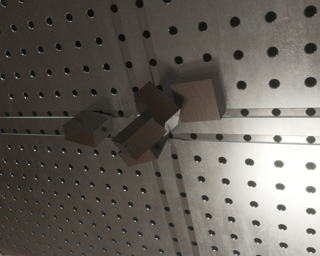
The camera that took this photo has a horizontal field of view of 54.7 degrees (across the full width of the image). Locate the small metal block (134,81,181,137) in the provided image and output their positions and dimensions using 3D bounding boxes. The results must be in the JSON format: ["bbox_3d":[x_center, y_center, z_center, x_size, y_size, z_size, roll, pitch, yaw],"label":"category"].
[{"bbox_3d":[-0.003,-0.022,0.377,0.050,0.025,0.050,43,165,14],"label":"small metal block"}]

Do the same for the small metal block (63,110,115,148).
[{"bbox_3d":[-0.102,0.000,0.446,0.050,0.050,0.025,12,123,21],"label":"small metal block"}]

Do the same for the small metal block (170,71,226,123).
[{"bbox_3d":[0.045,-0.035,0.365,0.050,0.025,0.050,-4,117,29],"label":"small metal block"}]

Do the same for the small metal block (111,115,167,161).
[{"bbox_3d":[-0.026,0.010,0.375,0.025,0.050,0.050,52,165,-17],"label":"small metal block"}]

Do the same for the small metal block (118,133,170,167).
[{"bbox_3d":[-0.021,0.022,0.416,0.050,0.050,0.025,-18,118,35],"label":"small metal block"}]
